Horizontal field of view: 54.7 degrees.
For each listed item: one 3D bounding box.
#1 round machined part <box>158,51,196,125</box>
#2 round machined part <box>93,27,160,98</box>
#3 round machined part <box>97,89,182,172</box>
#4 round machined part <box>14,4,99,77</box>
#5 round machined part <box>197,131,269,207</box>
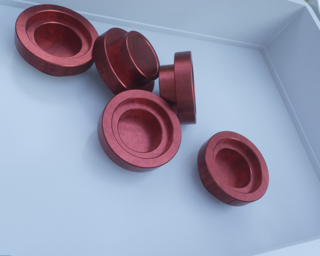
[{"bbox_3d":[0.024,-0.052,0.417,0.042,0.098,0.098,-4,58,8],"label":"round machined part"},{"bbox_3d":[-0.036,-0.086,0.403,0.098,0.042,0.098,36,43,-42],"label":"round machined part"},{"bbox_3d":[-0.027,0.006,0.373,0.099,0.042,0.098,11,64,-23],"label":"round machined part"},{"bbox_3d":[-0.129,-0.104,0.389,0.099,0.042,0.098,14,56,-21],"label":"round machined part"},{"bbox_3d":[0.092,0.056,0.412,0.099,0.042,0.098,14,56,-21],"label":"round machined part"}]
